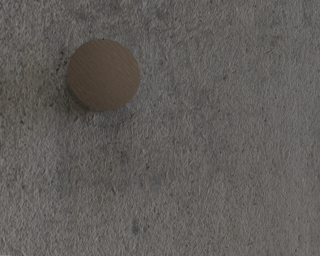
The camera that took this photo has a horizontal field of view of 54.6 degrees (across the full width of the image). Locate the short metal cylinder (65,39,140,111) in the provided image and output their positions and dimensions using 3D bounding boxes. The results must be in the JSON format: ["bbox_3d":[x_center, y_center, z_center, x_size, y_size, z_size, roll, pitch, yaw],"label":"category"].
[{"bbox_3d":[-0.070,-0.060,0.370,0.081,0.050,0.080,0,90,-20],"label":"short metal cylinder"}]
